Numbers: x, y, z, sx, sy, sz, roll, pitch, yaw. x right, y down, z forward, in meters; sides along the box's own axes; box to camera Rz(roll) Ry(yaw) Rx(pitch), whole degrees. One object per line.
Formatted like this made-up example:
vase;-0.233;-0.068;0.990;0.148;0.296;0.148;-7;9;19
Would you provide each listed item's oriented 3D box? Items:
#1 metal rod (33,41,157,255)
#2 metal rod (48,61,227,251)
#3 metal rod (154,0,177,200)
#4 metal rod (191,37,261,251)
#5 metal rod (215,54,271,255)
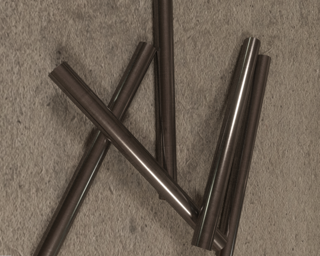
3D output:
metal rod;-0.078;0.029;0.380;0.025;0.025;0.299;28;81;-18
metal rod;-0.017;0.044;0.376;0.025;0.025;0.300;-45;105;-15
metal rod;0.007;-0.055;0.412;0.025;0.025;0.298;-2;91;-20
metal rod;0.093;0.007;0.414;0.025;0.025;0.299;25;70;-19
metal rod;0.123;0.039;0.456;0.025;0.025;0.298;14;85;-20
